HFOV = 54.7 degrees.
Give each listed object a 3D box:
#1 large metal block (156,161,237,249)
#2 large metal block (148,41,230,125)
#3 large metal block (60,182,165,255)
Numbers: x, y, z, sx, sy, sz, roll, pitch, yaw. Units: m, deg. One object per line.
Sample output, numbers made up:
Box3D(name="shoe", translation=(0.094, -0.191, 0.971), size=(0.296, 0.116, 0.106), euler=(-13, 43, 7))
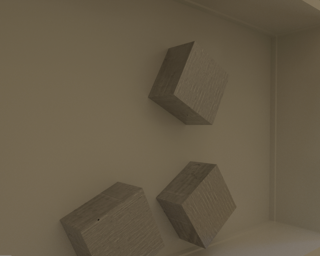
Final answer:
Box3D(name="large metal block", translation=(0.053, 0.105, 0.435), size=(0.080, 0.050, 0.080), euler=(-42, 115, -32))
Box3D(name="large metal block", translation=(0.042, -0.058, 0.425), size=(0.080, 0.050, 0.080), euler=(34, 69, -35))
Box3D(name="large metal block", translation=(-0.051, 0.119, 0.348), size=(0.081, 0.050, 0.080), euler=(-30, 109, -36))
